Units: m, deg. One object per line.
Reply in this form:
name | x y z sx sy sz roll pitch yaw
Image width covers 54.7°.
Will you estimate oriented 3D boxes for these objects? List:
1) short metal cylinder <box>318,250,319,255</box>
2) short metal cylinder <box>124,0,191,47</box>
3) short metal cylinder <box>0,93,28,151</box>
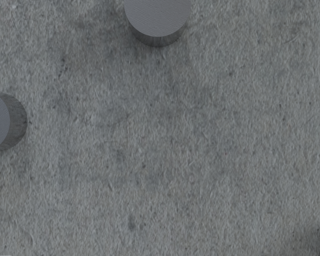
short metal cylinder | 0.248 0.159 0.386 0.080 0.080 0.050 21 90 -1
short metal cylinder | -0.003 -0.150 0.397 0.081 0.050 0.079 0 90 -1
short metal cylinder | -0.220 -0.009 0.395 0.081 0.050 0.079 0 90 -1
